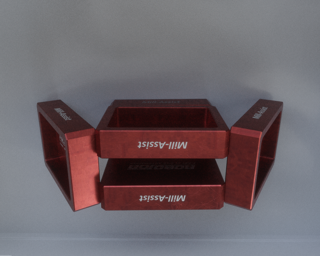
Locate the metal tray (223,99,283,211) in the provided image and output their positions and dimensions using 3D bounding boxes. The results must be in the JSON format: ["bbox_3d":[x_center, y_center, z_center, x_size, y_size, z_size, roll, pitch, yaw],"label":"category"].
[{"bbox_3d":[0.113,0.024,0.365,0.030,0.131,0.089,12,113,27],"label":"metal tray"}]

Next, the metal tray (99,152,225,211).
[{"bbox_3d":[0.002,0.058,0.364,0.131,0.090,0.030,0,110,-1],"label":"metal tray"}]

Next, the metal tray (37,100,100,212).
[{"bbox_3d":[-0.110,0.026,0.364,0.030,0.130,0.089,-12,114,-30],"label":"metal tray"}]

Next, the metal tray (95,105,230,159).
[{"bbox_3d":[0.003,0.001,0.343,0.131,0.090,0.030,0,110,-1],"label":"metal tray"}]

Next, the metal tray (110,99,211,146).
[{"bbox_3d":[0.002,0.009,0.410,0.131,0.030,0.089,-1,110,-1],"label":"metal tray"}]
